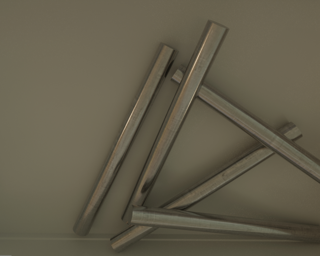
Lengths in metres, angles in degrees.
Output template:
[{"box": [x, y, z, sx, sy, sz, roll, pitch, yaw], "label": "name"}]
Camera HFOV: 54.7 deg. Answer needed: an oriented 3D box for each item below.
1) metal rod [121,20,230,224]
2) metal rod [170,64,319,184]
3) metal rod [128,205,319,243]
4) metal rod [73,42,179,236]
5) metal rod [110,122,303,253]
[{"box": [0.008, 0.012, 0.395, 0.025, 0.025, 0.298, 20, 116, -8], "label": "metal rod"}, {"box": [0.144, 0.015, 0.391, 0.301, 0.025, 0.025, 34, 107, -2], "label": "metal rod"}, {"box": [0.106, 0.137, 0.435, 0.302, 0.025, 0.025, 10, 110, -15], "label": "metal rod"}, {"box": [-0.054, 0.028, 0.420, 0.025, 0.025, 0.298, 25, 108, -9], "label": "metal rod"}, {"box": [0.059, 0.086, 0.431, 0.300, 0.025, 0.025, -34, 107, 7], "label": "metal rod"}]
